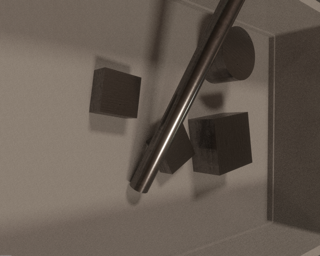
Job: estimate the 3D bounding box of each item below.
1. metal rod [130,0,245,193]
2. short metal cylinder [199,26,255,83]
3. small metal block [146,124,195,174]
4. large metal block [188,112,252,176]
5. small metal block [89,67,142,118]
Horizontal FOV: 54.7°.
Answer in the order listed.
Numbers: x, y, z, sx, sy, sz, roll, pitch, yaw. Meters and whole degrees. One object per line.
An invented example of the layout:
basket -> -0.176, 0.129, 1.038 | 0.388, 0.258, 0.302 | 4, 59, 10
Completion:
metal rod -> 0.038, -0.057, 0.362 | 0.025, 0.025, 0.298 | 18, 103, -39
short metal cylinder -> 0.102, -0.111, 0.479 | 0.081, 0.050, 0.079 | 0, 90, -40
small metal block -> 0.016, 0.027, 0.422 | 0.050, 0.025, 0.050 | -37, 113, -34
large metal block -> 0.093, 0.021, 0.471 | 0.081, 0.050, 0.079 | -12, 98, -40
small metal block -> -0.052, -0.039, 0.365 | 0.050, 0.025, 0.050 | 10, 84, -40
